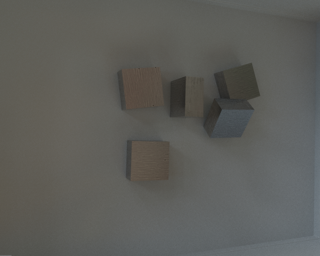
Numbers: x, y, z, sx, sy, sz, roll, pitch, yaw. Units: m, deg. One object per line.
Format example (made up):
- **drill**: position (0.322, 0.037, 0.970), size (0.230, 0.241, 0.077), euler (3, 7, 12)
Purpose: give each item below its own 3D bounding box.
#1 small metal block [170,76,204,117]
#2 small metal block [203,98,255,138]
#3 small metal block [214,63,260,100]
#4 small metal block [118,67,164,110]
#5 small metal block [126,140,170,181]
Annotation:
- **small metal block**: position (0.035, -0.039, 0.410), size (0.025, 0.050, 0.050), euler (2, 90, -20)
- **small metal block**: position (0.095, -0.013, 0.431), size (0.050, 0.025, 0.050), euler (-1, 131, -20)
- **small metal block**: position (0.112, -0.063, 0.452), size (0.050, 0.025, 0.050), euler (-18, 96, -19)
- **small metal block**: position (-0.025, -0.051, 0.401), size (0.050, 0.025, 0.050), euler (-7, 93, -20)
- **small metal block**: position (-0.016, 0.042, 0.404), size (0.050, 0.025, 0.050), euler (2, 90, -20)
